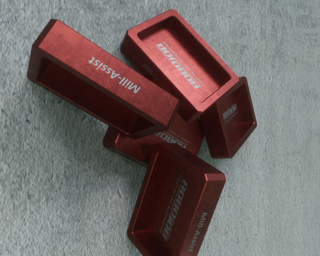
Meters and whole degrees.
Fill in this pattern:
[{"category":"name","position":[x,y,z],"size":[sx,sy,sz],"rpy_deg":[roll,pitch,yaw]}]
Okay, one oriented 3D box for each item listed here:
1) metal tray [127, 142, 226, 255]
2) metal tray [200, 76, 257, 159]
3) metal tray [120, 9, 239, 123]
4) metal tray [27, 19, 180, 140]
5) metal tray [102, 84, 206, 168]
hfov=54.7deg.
[{"category":"metal tray","position":[0.013,0.091,0.352],"size":[0.030,0.090,0.129],"rpy_deg":[7,106,-40]},{"category":"metal tray","position":[0.107,-0.020,0.474],"size":[0.131,0.030,0.089],"rpy_deg":[-35,112,-50]},{"category":"metal tray","position":[0.026,-0.081,0.388],"size":[0.130,0.030,0.091],"rpy_deg":[48,56,4]},{"category":"metal tray","position":[-0.057,-0.037,0.297],"size":[0.130,0.090,0.030],"rpy_deg":[32,69,-18]},{"category":"metal tray","position":[-0.001,0.008,0.404],"size":[0.130,0.030,0.090],"rpy_deg":[32,70,-36]}]
